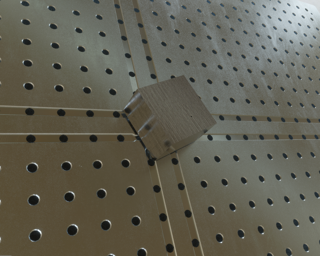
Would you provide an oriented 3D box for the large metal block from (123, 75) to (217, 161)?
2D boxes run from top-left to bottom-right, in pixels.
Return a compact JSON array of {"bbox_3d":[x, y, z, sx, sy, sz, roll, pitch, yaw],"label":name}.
[{"bbox_3d":[0.013,-0.015,0.406,0.081,0.050,0.080,-23,74,-37],"label":"large metal block"}]
